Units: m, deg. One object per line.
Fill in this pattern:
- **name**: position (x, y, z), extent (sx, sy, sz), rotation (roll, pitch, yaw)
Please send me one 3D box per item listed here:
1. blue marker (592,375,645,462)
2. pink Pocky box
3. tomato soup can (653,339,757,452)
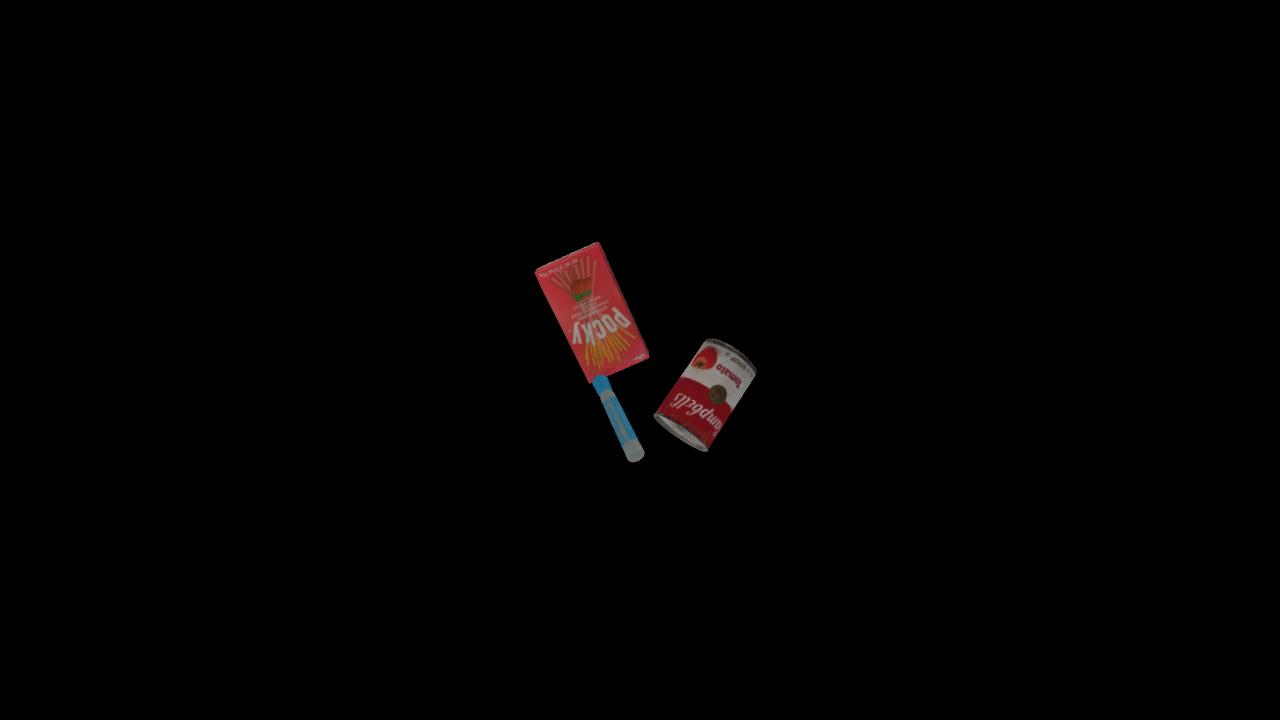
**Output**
- **blue marker**: position (-0.025, 0.058, 0.654), extent (0.020, 0.020, 0.121), rotation (0, 39, -28)
- **pink Pocky box**: position (-0.056, -0.055, 0.745), extent (0.084, 0.155, 0.029), rotation (-23, 17, 4)
- **tomato soup can**: position (0.070, 0.036, 0.648), extent (0.068, 0.101, 0.068), rotation (33, -14, 9)
